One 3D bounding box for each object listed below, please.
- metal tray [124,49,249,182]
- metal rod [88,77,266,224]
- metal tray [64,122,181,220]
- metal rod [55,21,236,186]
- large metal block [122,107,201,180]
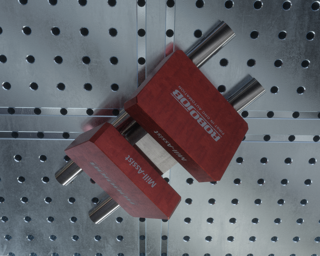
[{"bbox_3d":[0.035,-0.012,0.351,0.130,0.030,0.090,45,60,-15],"label":"metal tray"},{"bbox_3d":[0.015,0.038,0.428,0.300,0.025,0.025,-40,106,13],"label":"metal rod"},{"bbox_3d":[-0.046,0.057,0.376,0.130,0.030,0.090,48,146,-16],"label":"metal tray"},{"bbox_3d":[-0.028,-0.024,0.404,0.300,0.025,0.025,-41,106,13],"label":"metal rod"},{"bbox_3d":[0.001,0.011,0.388,0.080,0.080,0.050,-40,106,13],"label":"large metal block"}]
